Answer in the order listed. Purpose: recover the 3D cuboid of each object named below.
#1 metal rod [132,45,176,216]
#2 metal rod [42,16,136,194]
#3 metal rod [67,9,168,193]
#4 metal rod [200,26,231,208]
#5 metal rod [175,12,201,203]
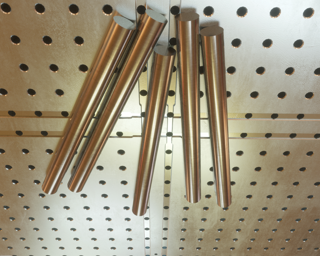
[{"bbox_3d":[-0.015,0.028,0.435,0.025,0.025,0.298,6,130,-5],"label":"metal rod"},{"bbox_3d":[-0.105,-0.007,0.404,0.025,0.025,0.298,22,127,-17],"label":"metal rod"},{"bbox_3d":[-0.068,-0.011,0.402,0.025,0.025,0.298,20,127,-16],"label":"metal rod"},{"bbox_3d":[0.080,0.010,0.420,0.025,0.025,0.299,-8,130,6],"label":"metal rod"},{"bbox_3d":[0.041,0.000,0.412,0.025,0.025,0.298,-4,130,3],"label":"metal rod"}]
